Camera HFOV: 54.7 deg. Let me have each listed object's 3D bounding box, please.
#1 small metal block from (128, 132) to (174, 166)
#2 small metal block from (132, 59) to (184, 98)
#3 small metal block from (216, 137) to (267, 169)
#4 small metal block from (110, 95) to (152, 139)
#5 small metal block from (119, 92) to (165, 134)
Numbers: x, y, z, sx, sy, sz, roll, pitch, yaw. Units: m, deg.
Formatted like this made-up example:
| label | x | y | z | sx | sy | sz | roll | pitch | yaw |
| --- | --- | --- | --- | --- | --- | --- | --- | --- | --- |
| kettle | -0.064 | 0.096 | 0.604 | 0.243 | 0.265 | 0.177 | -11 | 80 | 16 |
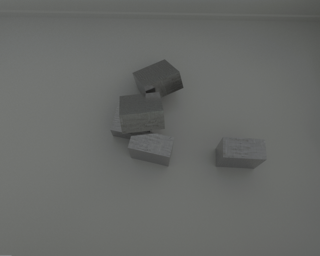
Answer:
| label | x | y | z | sx | sy | sz | roll | pitch | yaw |
| --- | --- | --- | --- | --- | --- | --- | --- | --- | --- |
| small metal block | -0.010 | 0.025 | 0.387 | 0.050 | 0.050 | 0.025 | 13 | 71 | 4 |
| small metal block | -0.004 | -0.065 | 0.420 | 0.050 | 0.025 | 0.050 | -25 | 37 | -9 |
| small metal block | 0.099 | 0.032 | 0.386 | 0.050 | 0.050 | 0.025 | 3 | 70 | 1 |
| small metal block | -0.034 | -0.011 | 0.413 | 0.050 | 0.025 | 0.050 | 11 | 70 | 4 |
| small metal block | -0.022 | -0.020 | 0.376 | 0.050 | 0.025 | 0.050 | -7 | 32 | -3 |
